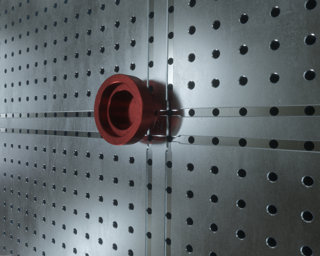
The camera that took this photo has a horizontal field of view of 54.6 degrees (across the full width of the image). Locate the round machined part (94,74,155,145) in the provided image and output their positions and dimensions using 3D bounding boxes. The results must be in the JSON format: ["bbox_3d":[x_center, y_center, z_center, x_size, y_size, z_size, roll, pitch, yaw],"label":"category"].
[{"bbox_3d":[-0.046,-0.025,0.437,0.098,0.042,0.097,0,90,40],"label":"round machined part"}]
